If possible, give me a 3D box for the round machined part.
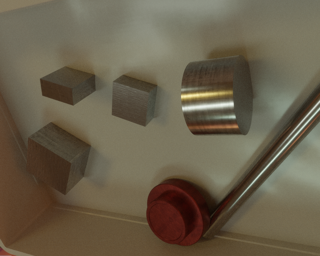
[{"bbox_3d":[0.019,0.127,0.448,0.098,0.042,0.097,12,111,34],"label":"round machined part"}]

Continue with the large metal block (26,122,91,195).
[{"bbox_3d":[-0.168,0.050,0.510,0.080,0.050,0.079,29,128,9],"label":"large metal block"}]

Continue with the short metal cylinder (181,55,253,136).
[{"bbox_3d":[0.062,-0.032,0.320,0.050,0.080,0.080,-2,118,29],"label":"short metal cylinder"}]

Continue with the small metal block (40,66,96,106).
[{"bbox_3d":[-0.123,-0.058,0.419,0.050,0.050,0.025,18,125,17],"label":"small metal block"}]

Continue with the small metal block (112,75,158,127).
[{"bbox_3d":[-0.034,-0.036,0.403,0.050,0.025,0.050,19,126,16],"label":"small metal block"}]

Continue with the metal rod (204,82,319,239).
[{"bbox_3d":[0.122,0.050,0.374,0.025,0.025,0.298,32,128,7],"label":"metal rod"}]
